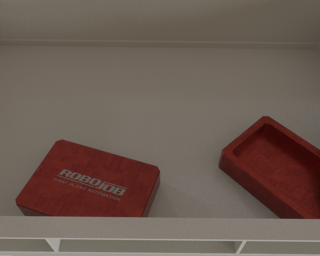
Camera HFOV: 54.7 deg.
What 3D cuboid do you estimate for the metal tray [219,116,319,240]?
[{"bbox_3d":[0.147,0.051,0.360,0.091,0.030,0.130,-35,58,-26],"label":"metal tray"}]

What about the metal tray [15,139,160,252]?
[{"bbox_3d":[-0.075,0.070,0.342,0.131,0.030,0.090,15,51,11],"label":"metal tray"}]
